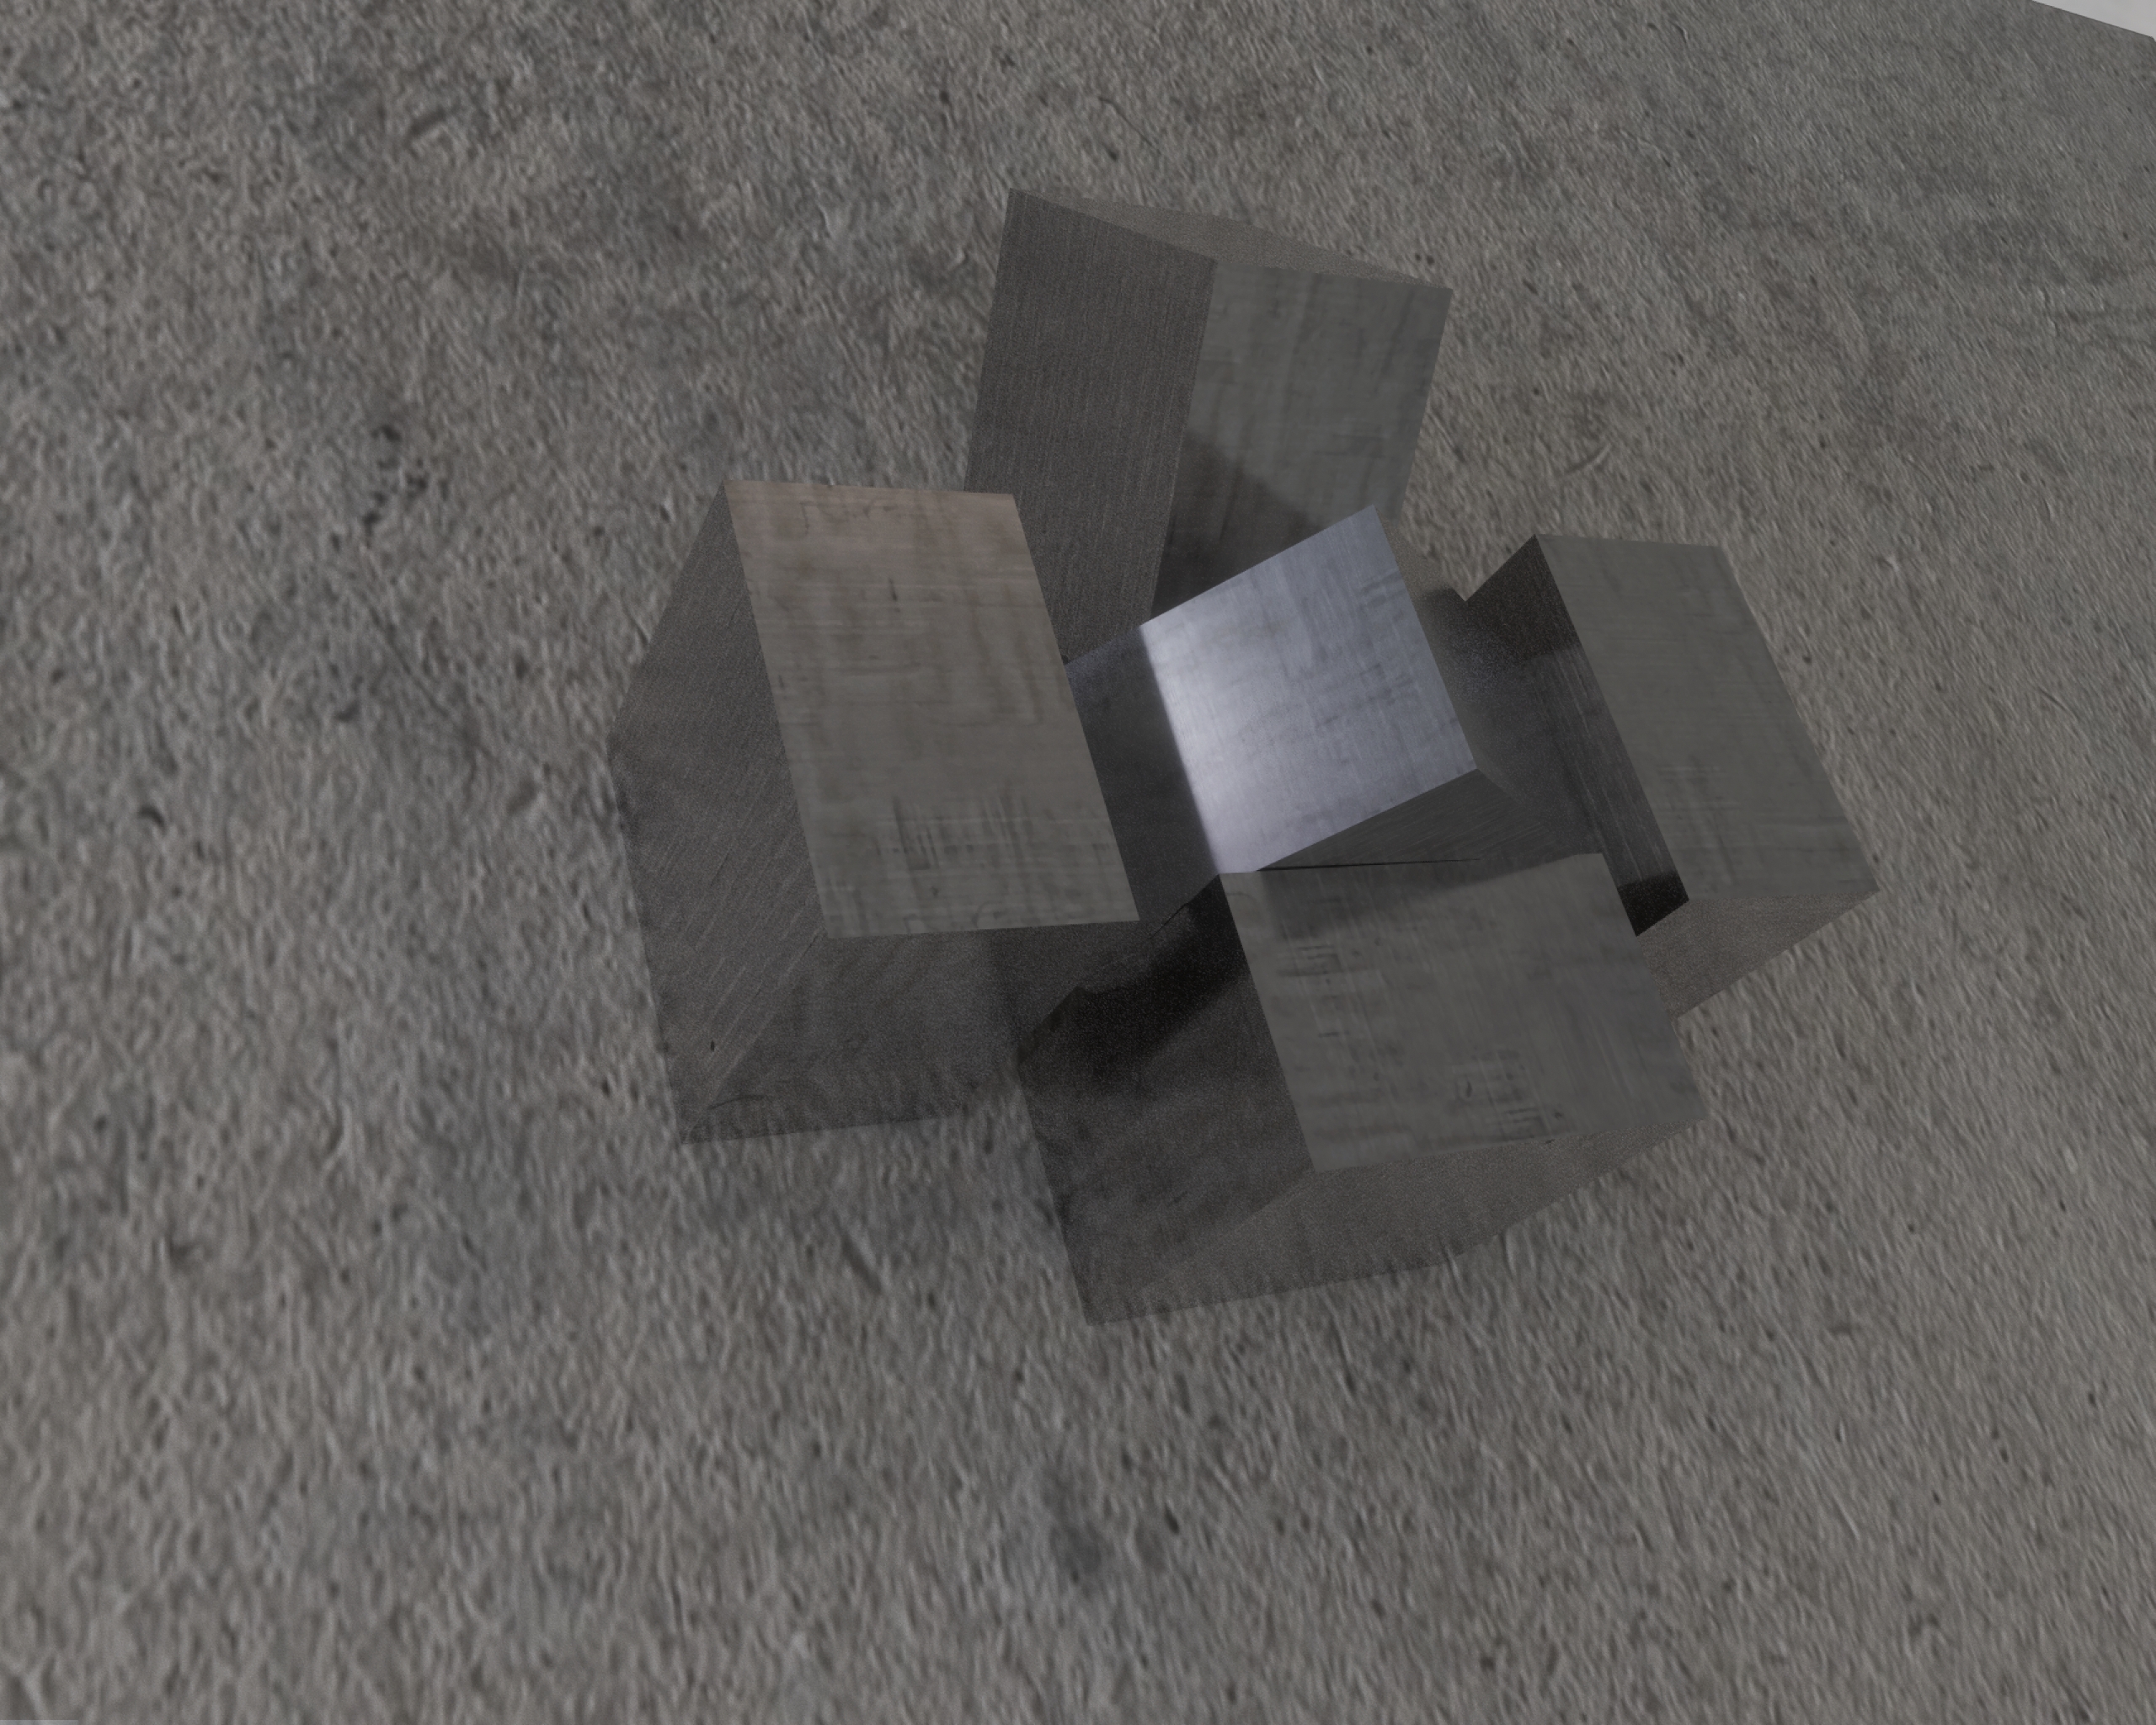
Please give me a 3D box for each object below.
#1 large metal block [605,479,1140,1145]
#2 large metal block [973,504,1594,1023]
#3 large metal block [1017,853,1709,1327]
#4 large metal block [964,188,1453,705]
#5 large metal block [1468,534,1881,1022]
[{"bbox_3d":[-0.039,-0.007,0.351,0.050,0.080,0.080,-2,63,-29],"label":"large metal block"},{"bbox_3d":[0.040,-0.010,0.376,0.080,0.080,0.050,27,42,-58],"label":"large metal block"},{"bbox_3d":[0.047,0.040,0.369,0.081,0.080,0.050,-3,64,-29],"label":"large metal block"},{"bbox_3d":[0.020,-0.082,0.408,0.050,0.079,0.080,-3,25,-30],"label":"large metal block"},{"bbox_3d":[0.103,-0.010,0.429,0.050,0.080,0.080,-2,63,-30],"label":"large metal block"}]
